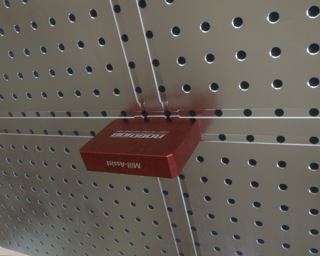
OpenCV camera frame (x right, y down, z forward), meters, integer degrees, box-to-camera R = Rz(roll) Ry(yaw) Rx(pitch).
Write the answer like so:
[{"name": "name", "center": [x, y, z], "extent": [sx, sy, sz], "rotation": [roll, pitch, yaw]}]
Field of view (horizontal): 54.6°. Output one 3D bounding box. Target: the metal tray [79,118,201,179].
[{"name": "metal tray", "center": [-0.024, 0.021, 0.395], "extent": [0.130, 0.090, 0.030], "rotation": [0, 119, 28]}]
